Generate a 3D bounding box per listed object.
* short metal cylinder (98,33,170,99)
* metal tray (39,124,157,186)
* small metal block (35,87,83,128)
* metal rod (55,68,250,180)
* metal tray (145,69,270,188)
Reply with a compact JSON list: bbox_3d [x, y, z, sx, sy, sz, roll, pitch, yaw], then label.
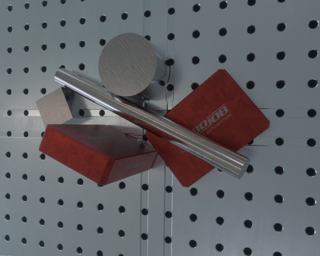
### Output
[{"bbox_3d":[-0.033,-0.079,0.411,0.080,0.050,0.079,0,90,20],"label":"short metal cylinder"},{"bbox_3d":[-0.068,0.027,0.381,0.090,0.130,0.030,25,99,18],"label":"metal tray"},{"bbox_3d":[-0.152,-0.027,0.466,0.050,0.025,0.050,-25,82,18],"label":"small metal block"},{"bbox_3d":[-0.030,-0.018,0.395,0.300,0.025,0.025,27,99,28],"label":"metal rod"},{"bbox_3d":[0.058,0.001,0.390,0.130,0.030,0.090,-40,78,15],"label":"metal tray"}]
